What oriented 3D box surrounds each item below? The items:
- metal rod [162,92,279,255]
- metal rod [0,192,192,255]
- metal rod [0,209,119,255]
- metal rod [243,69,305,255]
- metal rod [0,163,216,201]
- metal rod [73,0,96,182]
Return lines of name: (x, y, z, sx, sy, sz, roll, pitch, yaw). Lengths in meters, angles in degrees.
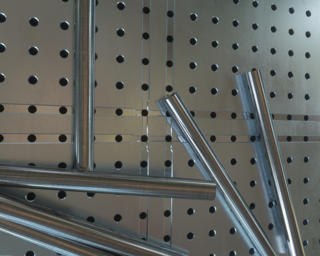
metal rod: (0.093, 0.081, 0.446, 0.025, 0.025, 0.299, -37, 102, -16)
metal rod: (-0.079, 0.128, 0.371, 0.301, 0.025, 0.025, 27, 81, -23)
metal rod: (-0.136, 0.126, 0.362, 0.301, 0.025, 0.025, 29, 81, -18)
metal rod: (0.177, 0.059, 0.477, 0.025, 0.025, 0.299, -18, 96, -19)
metal rod: (-0.084, 0.061, 0.353, 0.302, 0.025, 0.025, 6, 88, -10)
metal rod: (-0.092, -0.079, 0.378, 0.025, 0.025, 0.298, 1, 90, -20)
